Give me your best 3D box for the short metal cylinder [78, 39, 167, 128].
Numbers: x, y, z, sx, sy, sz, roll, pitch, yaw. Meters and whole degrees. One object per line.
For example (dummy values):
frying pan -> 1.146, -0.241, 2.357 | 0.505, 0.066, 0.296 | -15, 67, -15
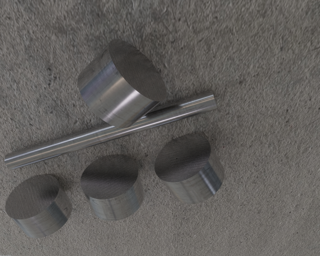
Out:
short metal cylinder -> -0.039, -0.047, 0.331 | 0.050, 0.080, 0.080 | -37, 121, 27

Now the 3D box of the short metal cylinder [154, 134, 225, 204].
short metal cylinder -> 0.040, 0.054, 0.418 | 0.080, 0.080, 0.050 | -21, 127, 17

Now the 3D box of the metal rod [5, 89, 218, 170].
metal rod -> -0.073, 0.006, 0.411 | 0.301, 0.025, 0.025 | -16, 128, 13

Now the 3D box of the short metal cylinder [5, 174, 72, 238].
short metal cylinder -> -0.182, 0.117, 0.469 | 0.080, 0.080, 0.050 | -9, 130, 7

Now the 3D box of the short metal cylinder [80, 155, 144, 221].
short metal cylinder -> -0.066, 0.084, 0.442 | 0.080, 0.080, 0.050 | -5, 130, 4
